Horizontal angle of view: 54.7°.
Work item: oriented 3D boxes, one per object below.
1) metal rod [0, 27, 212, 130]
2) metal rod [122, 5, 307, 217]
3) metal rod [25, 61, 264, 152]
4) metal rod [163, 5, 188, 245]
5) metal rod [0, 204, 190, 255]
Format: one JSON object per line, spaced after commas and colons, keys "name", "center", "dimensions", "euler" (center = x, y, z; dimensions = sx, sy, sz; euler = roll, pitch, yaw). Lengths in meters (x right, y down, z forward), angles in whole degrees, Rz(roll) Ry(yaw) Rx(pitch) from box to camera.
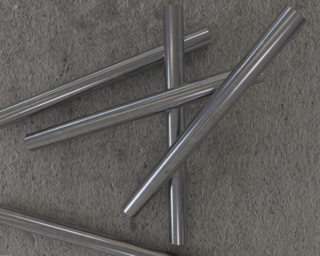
{"name": "metal rod", "center": [-0.077, -0.065, 0.409], "dimensions": [0.301, 0.025, 0.025], "euler": [-22, 90, 0]}
{"name": "metal rod", "center": [0.044, 0.001, 0.350], "dimensions": [0.025, 0.025, 0.298], "euler": [37, 114, 0]}
{"name": "metal rod", "center": [-0.029, -0.022, 0.375], "dimensions": [0.301, 0.025, 0.025], "euler": [-16, 90, 13]}
{"name": "metal rod", "center": [0.020, 0.001, 0.395], "dimensions": [0.025, 0.025, 0.298], "euler": [-2, 96, 0]}
{"name": "metal rod", "center": [-0.076, 0.151, 0.409], "dimensions": [0.302, 0.025, 0.025], "euler": [16, 90, 0]}
